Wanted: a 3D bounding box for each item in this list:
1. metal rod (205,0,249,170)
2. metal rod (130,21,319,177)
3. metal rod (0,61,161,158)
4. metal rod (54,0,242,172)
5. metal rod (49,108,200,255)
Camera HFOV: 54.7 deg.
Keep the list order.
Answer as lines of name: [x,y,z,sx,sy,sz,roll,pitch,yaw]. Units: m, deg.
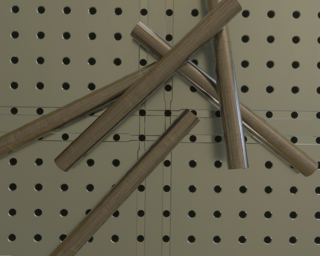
metal rod: [0.079,-0.098,0.395,0.025,0.025,0.298,-6,83,-1]
metal rod: [0.086,-0.038,0.414,0.300,0.025,0.025,39,90,-1]
metal rod: [-0.136,-0.012,0.411,0.301,0.025,0.025,-26,90,-1]
metal rod: [-0.021,-0.051,0.391,0.300,0.025,0.025,-42,91,8]
metal rod: [-0.058,0.092,0.412,0.025,0.025,0.300,43,90,-1]
